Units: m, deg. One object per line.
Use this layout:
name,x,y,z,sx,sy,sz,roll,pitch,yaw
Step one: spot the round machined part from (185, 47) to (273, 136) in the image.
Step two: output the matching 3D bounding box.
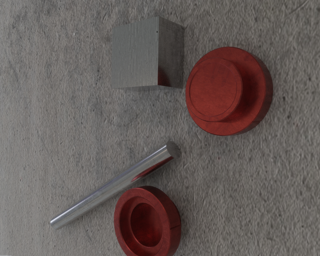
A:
round machined part,0.067,-0.040,0.338,0.098,0.042,0.097,0,90,40

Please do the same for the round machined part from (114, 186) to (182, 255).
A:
round machined part,-0.011,0.124,0.404,0.098,0.042,0.097,0,90,40

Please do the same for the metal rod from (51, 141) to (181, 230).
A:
metal rod,-0.084,0.099,0.474,0.299,0.025,0.025,-35,68,34

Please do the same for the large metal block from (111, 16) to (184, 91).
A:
large metal block,-0.017,-0.091,0.402,0.080,0.050,0.079,2,92,40
